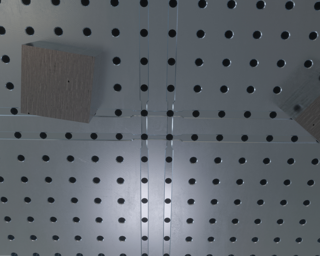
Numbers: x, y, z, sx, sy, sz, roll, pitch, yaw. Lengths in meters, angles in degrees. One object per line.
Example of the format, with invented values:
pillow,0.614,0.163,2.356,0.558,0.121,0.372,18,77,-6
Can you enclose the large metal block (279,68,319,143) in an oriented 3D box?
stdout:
large metal block,0.218,-0.024,0.393,0.080,0.050,0.080,37,106,-13

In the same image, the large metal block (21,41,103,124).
large metal block,-0.118,-0.057,0.378,0.080,0.050,0.079,9,110,-4
